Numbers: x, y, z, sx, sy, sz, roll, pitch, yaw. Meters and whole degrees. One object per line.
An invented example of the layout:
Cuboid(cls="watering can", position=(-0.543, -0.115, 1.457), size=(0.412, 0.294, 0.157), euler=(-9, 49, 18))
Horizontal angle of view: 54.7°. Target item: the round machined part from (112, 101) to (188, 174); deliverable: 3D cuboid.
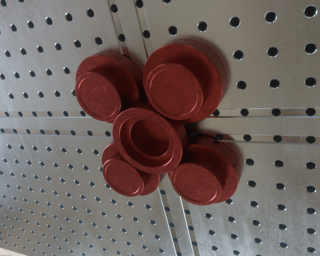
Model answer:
Cuboid(cls="round machined part", position=(-0.009, 0.009, 0.407), size=(0.098, 0.042, 0.097), euler=(13, 124, 20))

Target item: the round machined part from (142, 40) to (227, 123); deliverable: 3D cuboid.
Cuboid(cls="round machined part", position=(0.023, -0.048, 0.357), size=(0.098, 0.042, 0.097), euler=(13, 124, 20))

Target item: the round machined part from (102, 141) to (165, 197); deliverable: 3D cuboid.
Cuboid(cls="round machined part", position=(-0.046, 0.064, 0.462), size=(0.098, 0.042, 0.097), euler=(13, 124, 20))

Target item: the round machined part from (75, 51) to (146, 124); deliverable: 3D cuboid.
Cuboid(cls="round machined part", position=(-0.071, -0.047, 0.406), size=(0.098, 0.042, 0.097), euler=(13, 124, 20))

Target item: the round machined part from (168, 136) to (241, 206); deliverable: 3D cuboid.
Cuboid(cls="round machined part", position=(0.053, 0.063, 0.409), size=(0.098, 0.042, 0.097), euler=(13, 124, 20))
